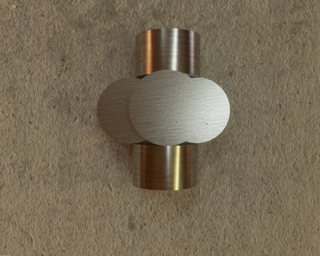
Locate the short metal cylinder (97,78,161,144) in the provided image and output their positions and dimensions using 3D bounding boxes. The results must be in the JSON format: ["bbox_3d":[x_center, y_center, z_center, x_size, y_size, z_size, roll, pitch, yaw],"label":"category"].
[{"bbox_3d":[-0.036,-0.021,0.398,0.081,0.050,0.079,0,90,-1],"label":"short metal cylinder"}]

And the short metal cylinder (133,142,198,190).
[{"bbox_3d":[0.006,0.044,0.384,0.081,0.080,0.050,0,90,-1],"label":"short metal cylinder"}]

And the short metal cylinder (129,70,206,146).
[{"bbox_3d":[0.008,-0.021,0.348,0.081,0.050,0.079,0,90,-1],"label":"short metal cylinder"}]

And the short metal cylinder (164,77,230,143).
[{"bbox_3d":[0.044,-0.022,0.399,0.081,0.050,0.079,0,90,-1],"label":"short metal cylinder"}]

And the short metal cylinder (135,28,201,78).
[{"bbox_3d":[0.010,-0.086,0.384,0.081,0.080,0.050,0,90,-1],"label":"short metal cylinder"}]
